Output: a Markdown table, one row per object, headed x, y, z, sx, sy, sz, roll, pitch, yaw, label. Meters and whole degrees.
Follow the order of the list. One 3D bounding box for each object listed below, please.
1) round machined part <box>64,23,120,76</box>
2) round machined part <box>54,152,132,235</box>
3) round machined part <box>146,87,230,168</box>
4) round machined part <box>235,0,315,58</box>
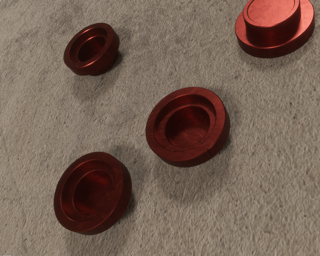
| x | y | z | sx | sy | sz | roll | pitch | yaw | label |
| --- | --- | --- | --- | --- | --- | --- | --- | --- | --- |
| -0.111 | -0.128 | 0.528 | 0.098 | 0.042 | 0.098 | -13 | 56 | 20 | round machined part |
| -0.077 | 0.082 | 0.382 | 0.098 | 0.042 | 0.098 | -13 | 56 | 20 | round machined part |
| 0.036 | 0.002 | 0.372 | 0.098 | 0.042 | 0.098 | -13 | 56 | 20 | round machined part |
| 0.146 | -0.142 | 0.403 | 0.098 | 0.042 | 0.098 | -13 | 56 | 20 | round machined part |
